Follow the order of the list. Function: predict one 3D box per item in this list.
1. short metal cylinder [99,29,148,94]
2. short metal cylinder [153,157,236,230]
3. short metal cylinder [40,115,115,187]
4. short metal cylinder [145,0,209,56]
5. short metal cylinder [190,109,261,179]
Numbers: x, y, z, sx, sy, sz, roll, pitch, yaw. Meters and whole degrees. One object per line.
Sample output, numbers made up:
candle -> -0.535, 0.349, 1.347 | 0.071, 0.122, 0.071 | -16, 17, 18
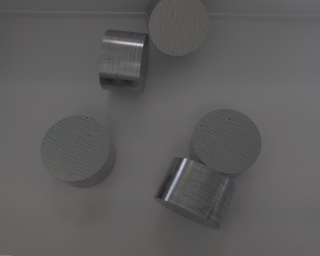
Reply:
short metal cylinder -> -0.045, -0.087, 0.412 | 0.050, 0.080, 0.080 | 7, 70, 3
short metal cylinder -> 0.039, 0.075, 0.353 | 0.080, 0.080, 0.050 | 24, 72, 8
short metal cylinder -> -0.099, 0.031, 0.384 | 0.081, 0.050, 0.080 | 0, 70, 0
short metal cylinder -> 0.022, -0.146, 0.426 | 0.081, 0.079, 0.050 | -10, 31, -4
short metal cylinder -> 0.079, 0.022, 0.389 | 0.081, 0.050, 0.080 | 0, 70, 0
